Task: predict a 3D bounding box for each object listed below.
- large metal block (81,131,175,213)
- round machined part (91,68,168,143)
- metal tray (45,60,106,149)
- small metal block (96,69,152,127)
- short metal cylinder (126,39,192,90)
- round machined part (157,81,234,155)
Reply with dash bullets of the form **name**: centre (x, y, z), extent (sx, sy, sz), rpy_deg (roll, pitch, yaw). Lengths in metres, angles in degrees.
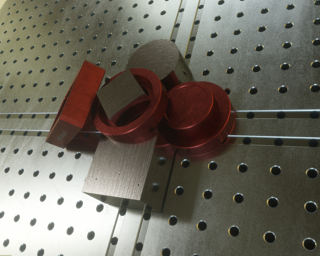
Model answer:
- **large metal block**: centre (-0.036, 0.051, 0.376), extent (0.080, 0.050, 0.080), rpy_deg (1, 62, 28)
- **round machined part**: centre (-0.034, -0.025, 0.393), extent (0.098, 0.042, 0.098), rpy_deg (-13, 56, 21)
- **metal tray**: centre (-0.123, -0.029, 0.441), extent (0.129, 0.030, 0.090), rpy_deg (-31, 39, 58)
- **small metal block**: centre (-0.043, -0.036, 0.374), extent (0.050, 0.025, 0.050), rpy_deg (-36, 51, 4)
- **short metal cylinder**: centre (-0.001, -0.078, 0.440), extent (0.080, 0.050, 0.080), rpy_deg (-13, 56, 21)
- **round machined part**: centre (0.039, -0.019, 0.387), extent (0.098, 0.042, 0.098), rpy_deg (-13, 56, 21)
